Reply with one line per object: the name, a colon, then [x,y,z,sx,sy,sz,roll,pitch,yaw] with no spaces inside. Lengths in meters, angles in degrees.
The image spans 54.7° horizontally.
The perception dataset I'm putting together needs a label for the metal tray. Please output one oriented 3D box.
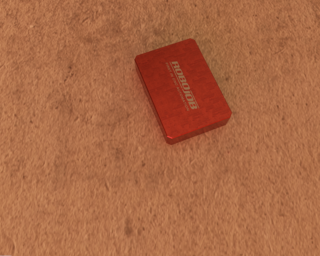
metal tray: [0.029,-0.052,0.425,0.091,0.030,0.130,-20,71,-8]
